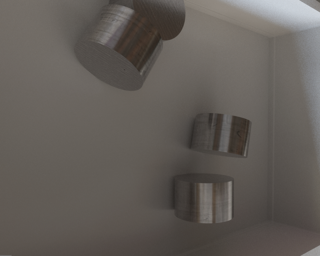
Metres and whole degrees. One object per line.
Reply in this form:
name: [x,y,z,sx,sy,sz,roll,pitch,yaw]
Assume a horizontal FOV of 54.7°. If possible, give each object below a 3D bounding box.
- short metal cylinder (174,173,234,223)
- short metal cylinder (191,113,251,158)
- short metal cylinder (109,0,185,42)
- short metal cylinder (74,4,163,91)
short metal cylinder: [0.060,0.093,0.424,0.081,0.080,0.050,0,91,-40]
short metal cylinder: [0.088,0.012,0.447,0.081,0.080,0.050,16,80,-39]
short metal cylinder: [-0.015,-0.143,0.379,0.081,0.050,0.079,0,90,-40]
short metal cylinder: [-0.044,-0.084,0.335,0.080,0.080,0.050,40,66,-33]
